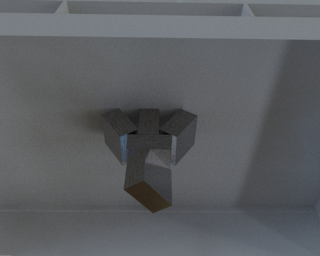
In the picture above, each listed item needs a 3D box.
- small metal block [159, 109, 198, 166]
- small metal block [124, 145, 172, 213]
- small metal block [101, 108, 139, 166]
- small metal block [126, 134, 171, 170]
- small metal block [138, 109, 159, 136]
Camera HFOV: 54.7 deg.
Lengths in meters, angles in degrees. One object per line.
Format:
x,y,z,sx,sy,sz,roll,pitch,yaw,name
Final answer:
0.023,0.012,0.398,0.025,0.050,0.050,24,135,25,small metal block
-0.012,0.056,0.338,0.025,0.050,0.050,-28,125,22,small metal block
-0.050,0.011,0.395,0.025,0.050,0.050,-23,136,-25,small metal block
-0.013,0.035,0.369,0.050,0.025,0.050,0,130,-1,small metal block
-0.014,0.010,0.398,0.025,0.050,0.050,1,130,-1,small metal block
